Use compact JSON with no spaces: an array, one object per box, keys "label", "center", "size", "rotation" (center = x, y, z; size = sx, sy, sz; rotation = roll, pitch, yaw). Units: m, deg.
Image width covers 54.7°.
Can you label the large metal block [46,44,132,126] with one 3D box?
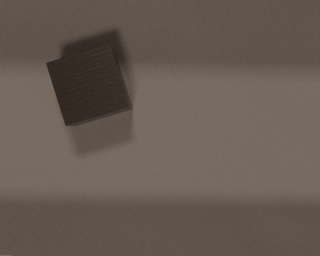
[{"label":"large metal block","center":[-0.087,-0.052,0.398],"size":[0.080,0.050,0.080],"rotation":[-17,90,-1]}]
